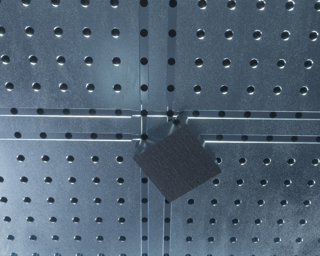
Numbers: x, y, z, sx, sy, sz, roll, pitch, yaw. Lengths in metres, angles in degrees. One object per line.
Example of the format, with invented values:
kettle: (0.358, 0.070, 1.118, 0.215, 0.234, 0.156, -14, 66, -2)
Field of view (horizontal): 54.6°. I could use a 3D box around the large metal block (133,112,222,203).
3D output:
large metal block: (0.022, 0.039, 0.414, 0.080, 0.050, 0.080, -34, 107, 11)
